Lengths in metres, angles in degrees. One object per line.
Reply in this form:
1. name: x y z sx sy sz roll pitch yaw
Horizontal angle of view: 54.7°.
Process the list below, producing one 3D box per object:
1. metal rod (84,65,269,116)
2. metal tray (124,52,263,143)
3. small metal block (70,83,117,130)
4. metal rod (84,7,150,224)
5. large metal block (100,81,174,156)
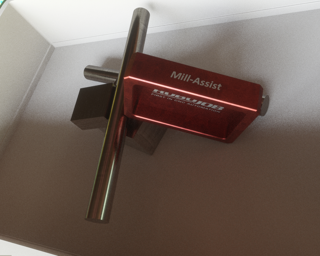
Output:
1. metal rod: 0.001 -0.060 0.439 0.300 0.025 0.025 16 70 34
2. metal tray: 0.029 -0.027 0.329 0.131 0.090 0.030 15 67 0
3. small metal block: -0.081 -0.027 0.397 0.050 0.025 0.050 -6 59 24
4. metal rod: -0.046 -0.036 0.385 0.025 0.025 0.299 -6 59 25
5. large metal block: -0.033 -0.020 0.416 0.080 0.050 0.080 20 72 35
